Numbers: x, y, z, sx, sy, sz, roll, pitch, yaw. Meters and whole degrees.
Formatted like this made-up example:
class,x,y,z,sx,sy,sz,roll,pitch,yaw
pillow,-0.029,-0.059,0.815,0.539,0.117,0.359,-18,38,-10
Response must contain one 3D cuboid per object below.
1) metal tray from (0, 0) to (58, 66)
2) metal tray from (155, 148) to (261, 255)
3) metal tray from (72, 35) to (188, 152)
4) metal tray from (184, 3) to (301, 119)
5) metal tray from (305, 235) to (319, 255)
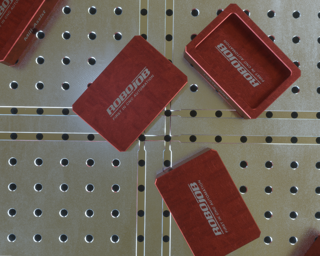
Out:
class,x,y,z,sx,sy,sz,roll,pitch,yaw
metal tray,-0.203,-0.160,0.408,0.090,0.030,0.130,34,90,-1
metal tray,0.062,0.103,0.412,0.090,0.030,0.130,-28,90,-1
metal tray,-0.038,-0.044,0.410,0.090,0.030,0.130,42,90,-1
metal tray,0.107,-0.086,0.412,0.090,0.030,0.130,-44,91,0
metal tray,0.221,0.223,0.413,0.090,0.030,0.130,36,90,-1
